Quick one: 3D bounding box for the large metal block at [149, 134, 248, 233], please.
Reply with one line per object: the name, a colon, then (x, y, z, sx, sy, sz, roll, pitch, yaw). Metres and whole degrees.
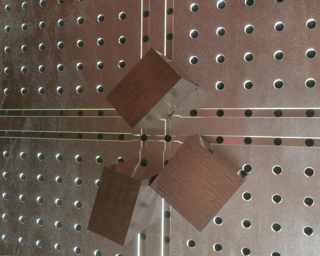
large metal block: (0.049, 0.064, 0.382, 0.080, 0.050, 0.080, 40, 102, 15)

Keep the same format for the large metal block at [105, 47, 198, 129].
large metal block: (-0.007, -0.045, 0.385, 0.080, 0.080, 0.050, -45, 76, 14)

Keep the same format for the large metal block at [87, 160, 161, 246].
large metal block: (-0.040, 0.090, 0.397, 0.050, 0.080, 0.080, 18, 96, 19)
